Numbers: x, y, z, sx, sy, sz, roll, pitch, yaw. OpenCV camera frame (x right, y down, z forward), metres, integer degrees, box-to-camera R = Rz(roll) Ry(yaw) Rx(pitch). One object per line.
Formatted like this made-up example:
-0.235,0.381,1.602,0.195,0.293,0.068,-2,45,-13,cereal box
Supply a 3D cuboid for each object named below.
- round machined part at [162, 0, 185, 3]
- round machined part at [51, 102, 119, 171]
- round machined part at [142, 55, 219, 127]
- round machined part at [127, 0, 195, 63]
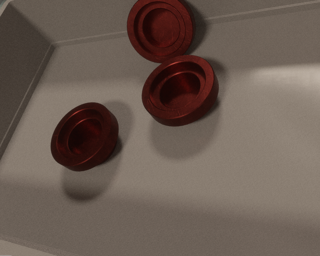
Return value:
0.033,-0.272,0.546,0.098,0.042,0.098,-13,56,20,round machined part
-0.100,0.016,0.436,0.098,0.042,0.098,-13,56,20,round machined part
0.029,-0.044,0.406,0.098,0.042,0.098,-13,56,20,round machined part
0.005,-0.149,0.458,0.098,0.097,0.042,-10,25,22,round machined part
